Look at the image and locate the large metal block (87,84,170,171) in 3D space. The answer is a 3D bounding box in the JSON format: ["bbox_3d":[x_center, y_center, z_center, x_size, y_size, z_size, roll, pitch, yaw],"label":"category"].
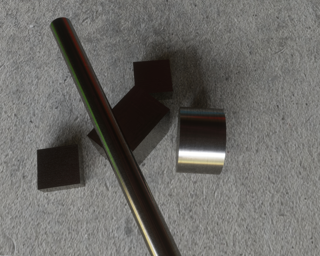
[{"bbox_3d":[-0.034,0.007,0.376,0.050,0.080,0.080,38,74,12],"label":"large metal block"}]

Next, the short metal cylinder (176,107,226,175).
[{"bbox_3d":[0.047,0.015,0.374,0.050,0.080,0.080,3,70,1],"label":"short metal cylinder"}]

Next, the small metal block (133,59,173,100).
[{"bbox_3d":[-0.010,-0.066,0.432,0.050,0.025,0.050,-5,70,-2],"label":"small metal block"}]

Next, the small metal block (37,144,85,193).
[{"bbox_3d":[-0.124,0.051,0.388,0.050,0.025,0.050,-8,70,-3],"label":"small metal block"}]

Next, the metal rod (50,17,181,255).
[{"bbox_3d":[-0.052,0.005,0.320,0.025,0.025,0.299,-25,72,-9],"label":"metal rod"}]
